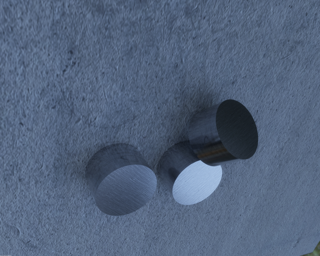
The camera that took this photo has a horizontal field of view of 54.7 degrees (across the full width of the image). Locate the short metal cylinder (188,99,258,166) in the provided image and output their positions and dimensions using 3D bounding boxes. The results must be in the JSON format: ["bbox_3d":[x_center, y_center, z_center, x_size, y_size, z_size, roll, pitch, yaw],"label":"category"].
[{"bbox_3d":[0.085,0.008,0.414,0.081,0.050,0.080,14,66,-34],"label":"short metal cylinder"}]

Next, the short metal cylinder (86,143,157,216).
[{"bbox_3d":[-0.051,0.067,0.404,0.081,0.050,0.079,-14,124,-21],"label":"short metal cylinder"}]

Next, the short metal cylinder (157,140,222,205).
[{"bbox_3d":[0.043,0.065,0.454,0.081,0.050,0.079,-14,124,-21],"label":"short metal cylinder"}]
